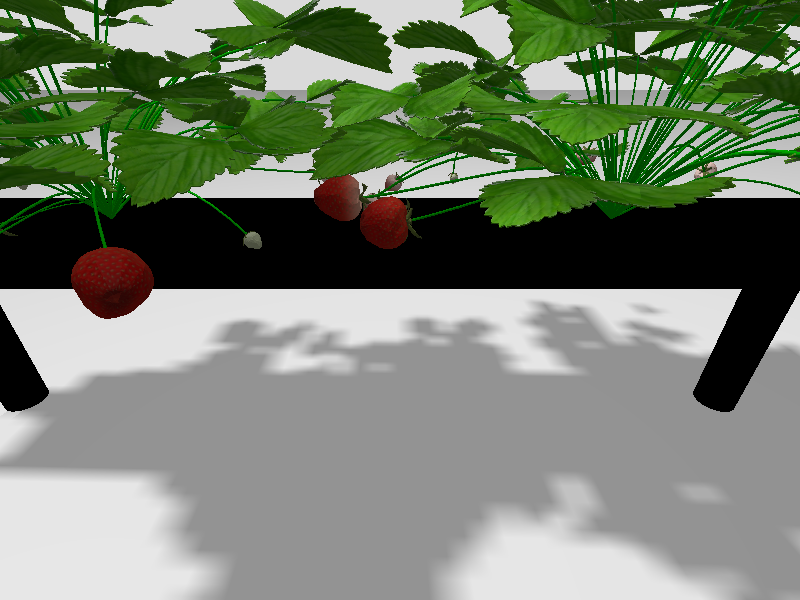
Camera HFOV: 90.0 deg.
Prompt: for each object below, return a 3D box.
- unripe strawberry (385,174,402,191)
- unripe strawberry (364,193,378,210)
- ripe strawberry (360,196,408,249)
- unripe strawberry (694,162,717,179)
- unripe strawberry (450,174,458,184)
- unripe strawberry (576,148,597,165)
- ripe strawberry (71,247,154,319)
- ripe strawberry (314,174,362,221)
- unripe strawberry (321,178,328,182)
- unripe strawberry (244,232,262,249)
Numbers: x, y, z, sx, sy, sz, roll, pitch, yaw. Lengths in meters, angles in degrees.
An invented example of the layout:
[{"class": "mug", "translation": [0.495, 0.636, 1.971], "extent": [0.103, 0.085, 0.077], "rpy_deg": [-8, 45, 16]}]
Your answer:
[{"class": "unripe strawberry", "translation": [-0.008, -0.128, 0.440], "extent": [0.019, 0.019, 0.018], "rpy_deg": [-24, 13, 36]}, {"class": "unripe strawberry", "translation": [-0.024, -0.085, 0.361], "extent": [0.020, 0.019, 0.018], "rpy_deg": [28, 26, -13]}, {"class": "ripe strawberry", "translation": [-0.012, -0.056, 0.290], "extent": [0.035, 0.037, 0.033], "rpy_deg": [-10, 31, -16]}, {"class": "unripe strawberry", "translation": [0.361, -0.150, 0.472], "extent": [0.022, 0.023, 0.021], "rpy_deg": [-3, 25, -41]}, {"class": "unripe strawberry", "translation": [0.063, -0.142, 0.469], "extent": [0.011, 0.011, 0.010], "rpy_deg": [-26, 38, -38]}, {"class": "unripe strawberry", "translation": [0.261, -0.200, 0.562], "extent": [0.027, 0.024, 0.024], "rpy_deg": [8, -17, 14]}, {"class": "ripe strawberry", "translation": [-0.149, -0.008, 0.209], "extent": [0.035, 0.037, 0.038], "rpy_deg": [-18, 35, -29]}, {"class": "ripe strawberry", "translation": [-0.055, -0.089, 0.351], "extent": [0.042, 0.041, 0.039], "rpy_deg": [-1, 29, 0]}, {"class": "unripe strawberry", "translation": [-0.076, -0.149, 0.460], "extent": [0.037, 0.032, 0.037], "rpy_deg": [-18, 34, -29]}, {"class": "unripe strawberry", "translation": [-0.108, -0.043, 0.295], "extent": [0.013, 0.013, 0.012], "rpy_deg": [-51, -3, 38]}]
